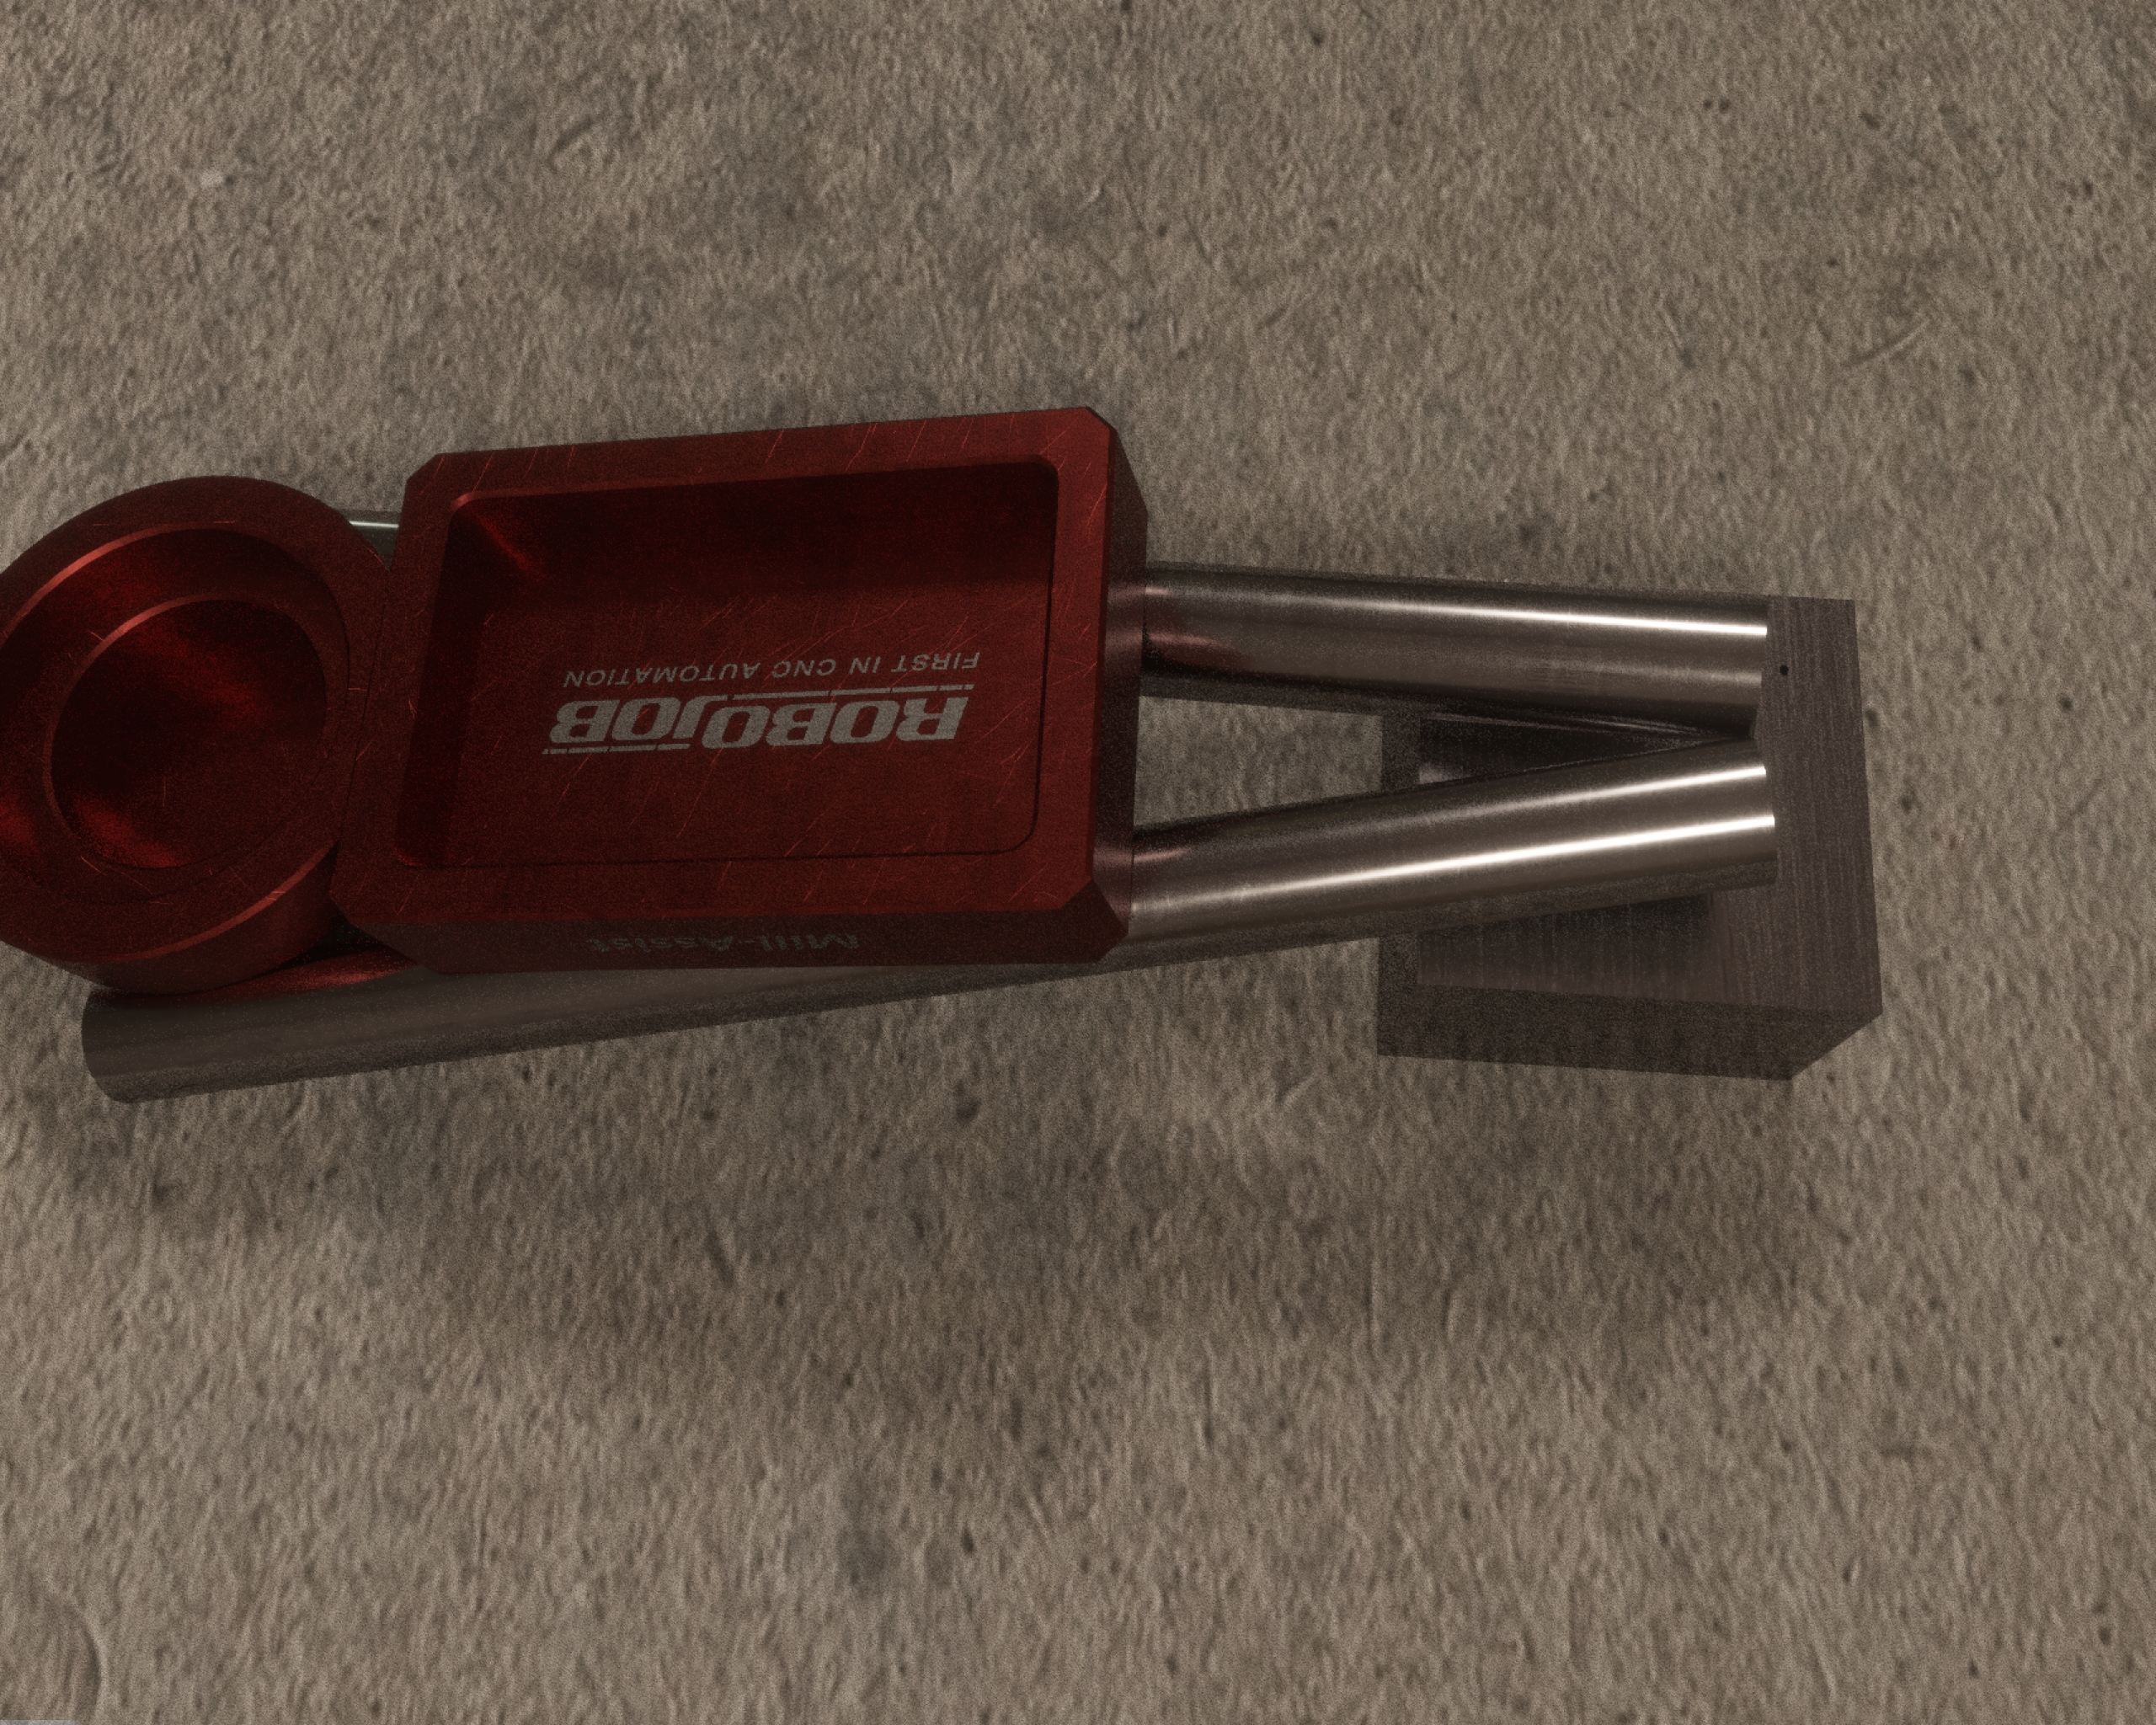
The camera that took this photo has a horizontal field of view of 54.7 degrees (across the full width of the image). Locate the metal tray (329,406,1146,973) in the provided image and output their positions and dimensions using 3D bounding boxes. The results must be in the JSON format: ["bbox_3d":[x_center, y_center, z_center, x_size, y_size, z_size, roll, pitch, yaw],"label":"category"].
[{"bbox_3d":[-0.056,-0.029,0.361,0.131,0.030,0.090,-1,69,12],"label":"metal tray"}]

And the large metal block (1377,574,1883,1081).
[{"bbox_3d":[0.101,-0.006,0.398,0.081,0.050,0.080,4,70,1],"label":"large metal block"}]

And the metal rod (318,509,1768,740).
[{"bbox_3d":[-0.029,-0.047,0.392,0.301,0.025,0.025,6,70,15],"label":"metal rod"}]

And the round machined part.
[{"bbox_3d":[-0.165,-0.021,0.400,0.098,0.042,0.098,-3,69,9],"label":"round machined part"}]

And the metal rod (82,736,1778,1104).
[{"bbox_3d":[-0.034,0.012,0.370,0.301,0.025,0.025,-8,70,10],"label":"metal rod"}]
